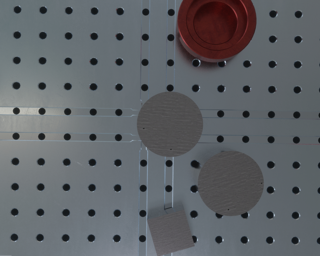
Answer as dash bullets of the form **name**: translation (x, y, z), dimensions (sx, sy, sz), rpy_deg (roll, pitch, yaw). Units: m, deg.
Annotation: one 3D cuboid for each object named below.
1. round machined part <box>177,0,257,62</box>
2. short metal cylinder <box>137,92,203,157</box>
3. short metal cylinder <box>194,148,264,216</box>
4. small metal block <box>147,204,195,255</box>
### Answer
- **round machined part**: translation (0.071, -0.134, 0.405), dimensions (0.099, 0.042, 0.097), rpy_deg (0, 90, 0)
- **short metal cylinder**: translation (0.012, -0.005, 0.401), dimensions (0.081, 0.050, 0.080), rpy_deg (0, 90, 0)
- **short metal cylinder**: translation (0.086, 0.067, 0.401), dimensions (0.081, 0.050, 0.080), rpy_deg (0, 90, 0)
- **small metal block**: translation (0.014, 0.136, 0.413), dimensions (0.050, 0.025, 0.050), rpy_deg (-16, 90, 0)
